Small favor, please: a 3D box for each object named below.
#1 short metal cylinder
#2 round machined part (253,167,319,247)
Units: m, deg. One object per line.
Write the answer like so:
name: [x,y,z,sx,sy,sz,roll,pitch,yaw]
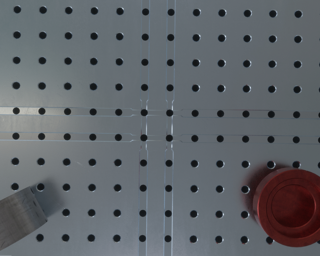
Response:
short metal cylinder: [-0.189,0.114,0.384,0.080,0.080,0.050,-28,90,0]
round machined part: [0.171,0.100,0.406,0.099,0.042,0.097,0,90,0]
